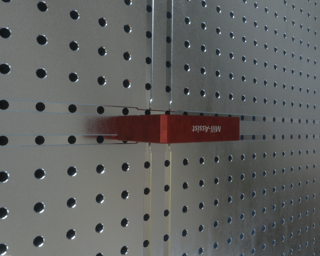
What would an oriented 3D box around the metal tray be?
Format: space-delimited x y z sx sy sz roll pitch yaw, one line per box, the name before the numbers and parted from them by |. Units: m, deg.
metal tray | 0.025 0.001 0.386 0.131 0.090 0.030 0 90 -40
